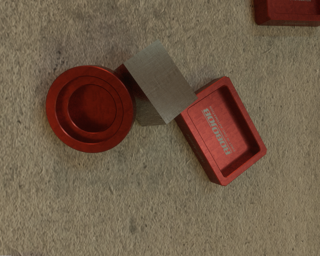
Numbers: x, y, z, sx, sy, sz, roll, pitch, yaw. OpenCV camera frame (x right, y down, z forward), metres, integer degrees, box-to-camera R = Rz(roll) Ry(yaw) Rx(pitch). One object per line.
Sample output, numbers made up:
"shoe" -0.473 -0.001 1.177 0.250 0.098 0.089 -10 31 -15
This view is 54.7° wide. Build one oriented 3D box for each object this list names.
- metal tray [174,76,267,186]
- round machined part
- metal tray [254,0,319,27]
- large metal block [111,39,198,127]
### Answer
"metal tray" 0.085 0.004 0.439 0.090 0.030 0.130 -34 101 -17
"round machined part" -0.076 -0.024 0.358 0.099 0.042 0.097 1 103 5
"metal tray" 0.209 -0.209 0.485 0.131 0.030 0.089 -6 92 -20
"large metal block" -0.013 -0.049 0.374 0.050 0.080 0.080 -40 103 -19
